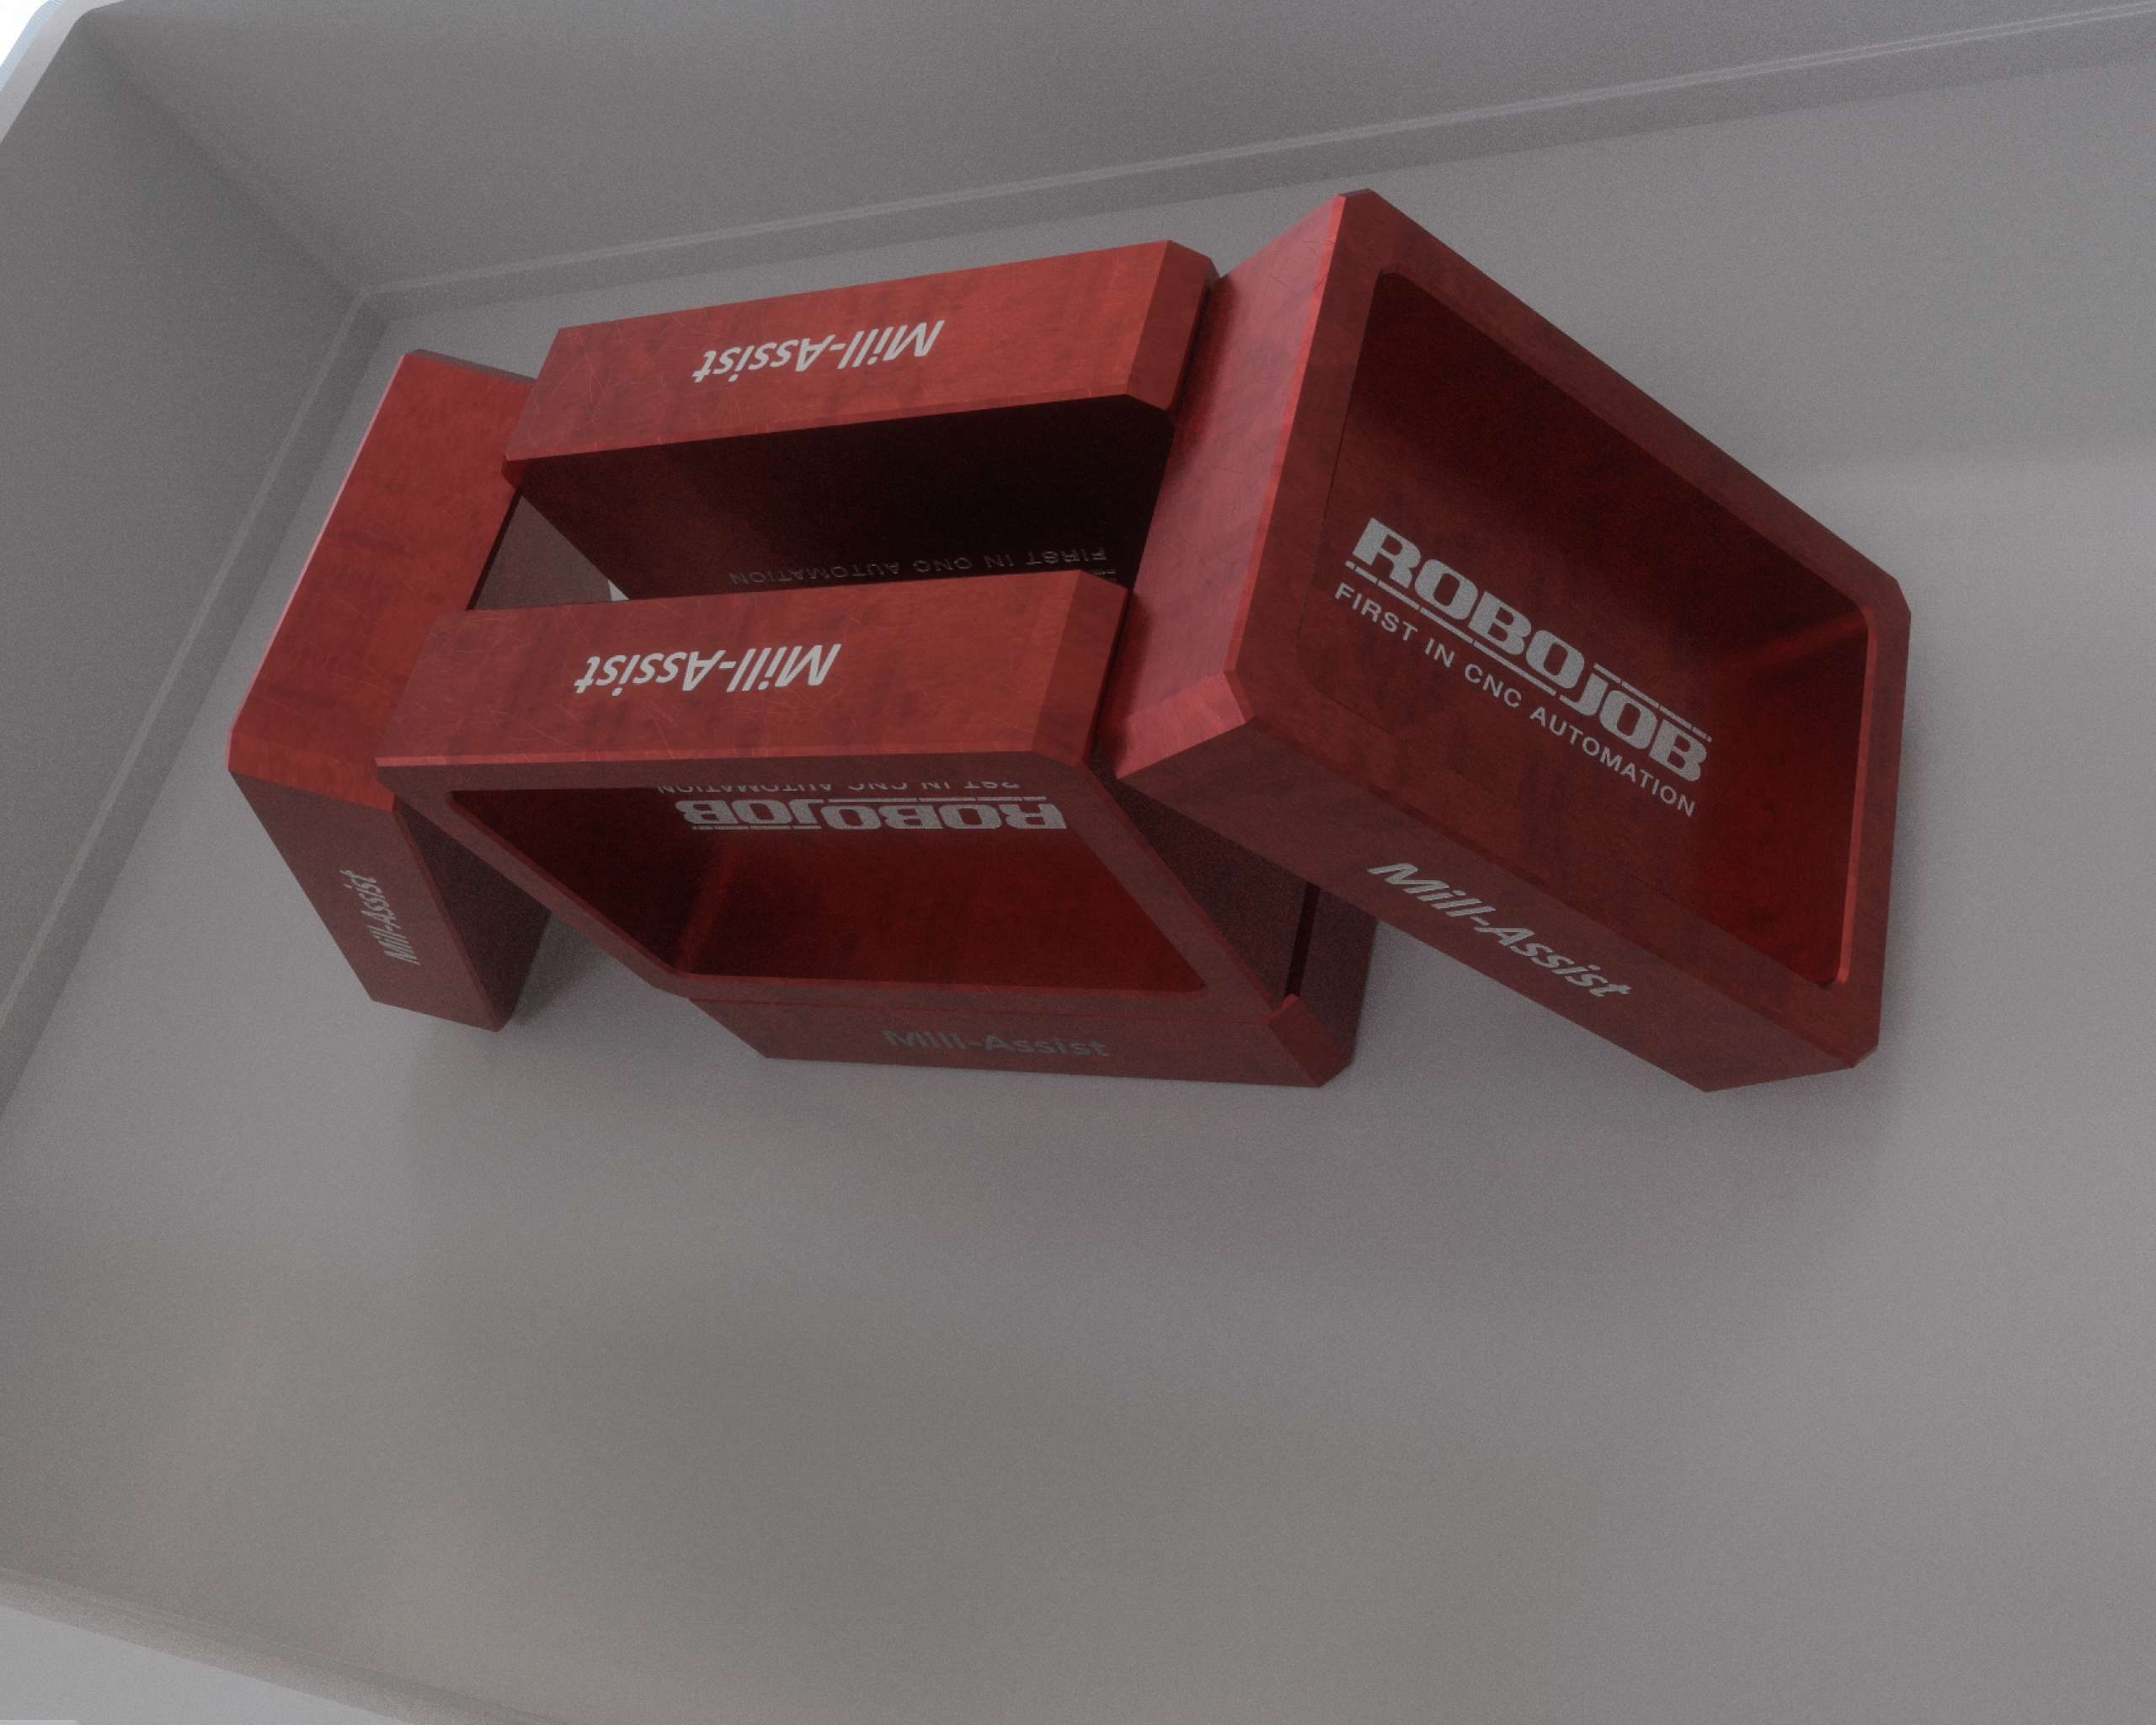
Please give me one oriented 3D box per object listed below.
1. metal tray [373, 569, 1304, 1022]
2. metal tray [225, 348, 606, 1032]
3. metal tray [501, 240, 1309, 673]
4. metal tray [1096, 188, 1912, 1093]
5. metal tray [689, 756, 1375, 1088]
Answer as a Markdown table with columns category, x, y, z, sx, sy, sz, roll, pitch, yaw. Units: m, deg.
| category | x | y | z | sx | sy | sz | roll | pitch | yaw |
| --- | --- | --- | --- | --- | --- | --- | --- | --- | --- |
| metal tray | -0.038 | -0.008 | 0.348 | 0.130 | 0.090 | 0.030 | 0 | 62 | 28 |
| metal tray | -0.125 | -0.029 | 0.422 | 0.030 | 0.129 | 0.090 | 15 | 66 | -1 |
| metal tray | -0.024 | -0.061 | 0.373 | 0.130 | 0.090 | 0.030 | 0 | 62 | 28 |
| metal tray | 0.072 | -0.030 | 0.318 | 0.030 | 0.131 | 0.090 | -22 | 47 | 53 |
| metal tray | -0.006 | -0.006 | 0.408 | 0.130 | 0.030 | 0.090 | 0 | 62 | 27 |
